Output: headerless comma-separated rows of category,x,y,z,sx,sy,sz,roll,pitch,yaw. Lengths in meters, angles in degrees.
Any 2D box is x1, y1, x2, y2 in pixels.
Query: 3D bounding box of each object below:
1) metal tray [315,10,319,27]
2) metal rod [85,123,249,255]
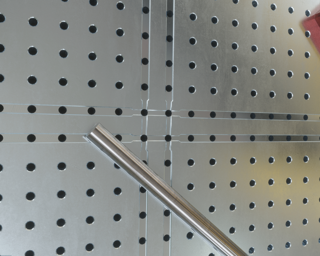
metal tray,0.336,-0.195,0.533,0.130,0.030,0.090,-42,103,-15
metal rod,0.022,0.102,0.420,0.300,0.025,0.025,43,77,-15
